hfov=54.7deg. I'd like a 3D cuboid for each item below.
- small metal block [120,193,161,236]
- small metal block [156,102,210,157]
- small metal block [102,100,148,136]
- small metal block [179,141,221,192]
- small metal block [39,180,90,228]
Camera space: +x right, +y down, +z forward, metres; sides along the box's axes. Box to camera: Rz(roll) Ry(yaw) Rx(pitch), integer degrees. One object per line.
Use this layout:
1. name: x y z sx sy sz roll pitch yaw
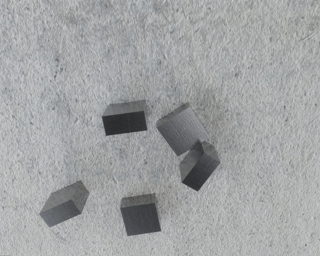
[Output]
1. small metal block: -0.027 0.128 0.456 0.050 0.025 0.050 -9 110 3
2. small metal block: 0.030 0.001 0.410 0.050 0.025 0.050 -32 107 11
3. small metal block: -0.042 -0.014 0.391 0.050 0.050 0.025 -8 110 3
4. small metal block: 0.052 0.048 0.414 0.025 0.050 0.050 31 107 -11
5. small metal block: -0.132 0.105 0.434 0.050 0.050 0.025 -25 108 9
